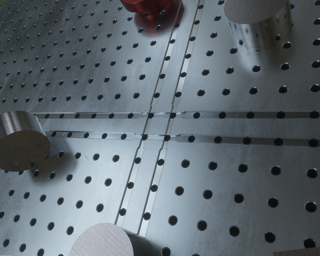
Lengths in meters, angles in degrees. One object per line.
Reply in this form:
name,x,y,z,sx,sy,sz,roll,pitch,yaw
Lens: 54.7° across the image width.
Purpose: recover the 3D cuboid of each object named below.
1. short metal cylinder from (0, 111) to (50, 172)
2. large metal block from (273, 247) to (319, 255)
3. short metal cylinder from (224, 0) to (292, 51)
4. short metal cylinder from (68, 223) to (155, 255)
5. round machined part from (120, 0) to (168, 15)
short metal cylinder,-0.216,0.020,0.474,0.080,0.080,0.050,-41,51,0
large metal block,0.140,0.136,0.235,0.080,0.050,0.080,-15,55,19
short metal cylinder,0.132,-0.151,0.416,0.080,0.050,0.080,-13,56,21
short metal cylinder,-0.051,0.147,0.329,0.080,0.050,0.080,-13,56,21
round machined part,-0.022,-0.243,0.558,0.098,0.042,0.098,-13,56,21
